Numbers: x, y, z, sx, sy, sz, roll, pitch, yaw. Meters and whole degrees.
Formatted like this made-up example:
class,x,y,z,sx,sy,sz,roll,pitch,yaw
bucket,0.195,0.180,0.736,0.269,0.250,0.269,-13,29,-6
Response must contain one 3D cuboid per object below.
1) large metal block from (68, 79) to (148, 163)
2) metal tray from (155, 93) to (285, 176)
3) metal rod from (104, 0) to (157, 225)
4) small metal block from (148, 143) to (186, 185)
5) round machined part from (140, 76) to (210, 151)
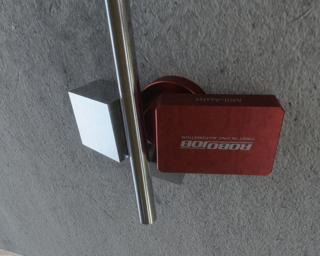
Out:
class,x,y,z,sx,sy,sz,roll,pitch,yaw
large metal block,-0.067,-0.012,0.405,0.080,0.050,0.079,19,128,39
metal tray,0.062,0.008,0.349,0.131,0.030,0.089,1,122,4
metal rod,-0.030,-0.006,0.366,0.025,0.025,0.298,7,120,24
small metal block,0.007,0.050,0.423,0.050,0.025,0.050,15,150,20
round machined part,0.013,-0.011,0.383,0.098,0.042,0.097,13,124,21
